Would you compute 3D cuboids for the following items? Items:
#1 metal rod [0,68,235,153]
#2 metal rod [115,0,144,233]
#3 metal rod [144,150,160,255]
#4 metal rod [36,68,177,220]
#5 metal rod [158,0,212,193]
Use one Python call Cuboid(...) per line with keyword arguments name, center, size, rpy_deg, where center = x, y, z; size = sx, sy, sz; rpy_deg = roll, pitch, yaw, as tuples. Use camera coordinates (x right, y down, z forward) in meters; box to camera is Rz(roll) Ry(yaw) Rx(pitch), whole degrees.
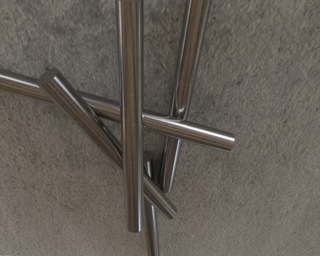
Cuboid(name="metal rod", center=(-0.059, -0.021, 0.366), size=(0.302, 0.025, 0.025), rpy_deg=(15, 129, -5))
Cuboid(name="metal rod", center=(-0.031, 0.011, 0.353), size=(0.025, 0.025, 0.298), rpy_deg=(1, 123, -2))
Cuboid(name="metal rod", center=(-0.018, 0.154, 0.537), size=(0.025, 0.025, 0.298), rpy_deg=(-2, 130, 1))
Cuboid(name="metal rod", center=(-0.047, 0.043, 0.400), size=(0.025, 0.025, 0.300), rpy_deg=(-20, 133, 16))
Cuboid(name="metal rod", center=(0.023, -0.020, 0.390), size=(0.025, 0.025, 0.298), rpy_deg=(4, 130, -4))
